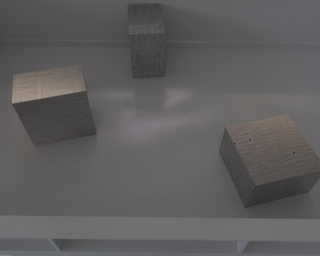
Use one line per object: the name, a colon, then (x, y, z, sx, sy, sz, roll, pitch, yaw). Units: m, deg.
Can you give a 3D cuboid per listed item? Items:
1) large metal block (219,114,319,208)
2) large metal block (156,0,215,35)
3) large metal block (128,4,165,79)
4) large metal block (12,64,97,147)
large metal block: (0.124, 0.036, 0.359, 0.081, 0.050, 0.080, -11, 51, -9)
large metal block: (0.045, -0.227, 0.582, 0.081, 0.050, 0.080, -18, 52, -15)
large metal block: (-0.021, -0.135, 0.482, 0.050, 0.080, 0.080, -4, 50, -3)
large metal block: (-0.130, -0.028, 0.391, 0.081, 0.080, 0.050, -12, 51, -10)
